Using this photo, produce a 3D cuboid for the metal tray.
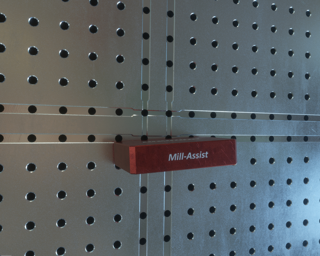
[{"bbox_3d":[0.016,0.030,0.383,0.131,0.090,0.030,-3,91,-20],"label":"metal tray"}]
